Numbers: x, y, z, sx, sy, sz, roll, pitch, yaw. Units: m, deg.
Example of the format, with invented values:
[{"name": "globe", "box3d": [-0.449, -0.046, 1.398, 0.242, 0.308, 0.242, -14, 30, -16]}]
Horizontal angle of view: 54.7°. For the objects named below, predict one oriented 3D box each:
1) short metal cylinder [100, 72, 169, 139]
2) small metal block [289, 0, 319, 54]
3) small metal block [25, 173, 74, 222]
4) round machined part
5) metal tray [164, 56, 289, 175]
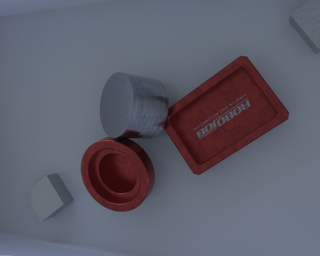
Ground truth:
[{"name": "short metal cylinder", "box3d": [-0.034, -0.027, 0.390, 0.080, 0.050, 0.080, -6, 82, 51]}, {"name": "small metal block", "box3d": [0.183, -0.121, 0.346, 0.050, 0.025, 0.050, -36, 79, 16]}, {"name": "small metal block", "box3d": [-0.167, 0.104, 0.468, 0.050, 0.025, 0.050, -39, 78, 15]}, {"name": "round machined part", "box3d": [-0.052, 0.057, 0.410, 0.098, 0.042, 0.097, 6, 107, 21]}, {"name": "metal tray", "box3d": [0.075, -0.013, 0.380, 0.130, 0.030, 0.090, -36, 79, 16]}]
